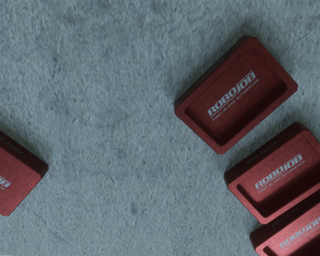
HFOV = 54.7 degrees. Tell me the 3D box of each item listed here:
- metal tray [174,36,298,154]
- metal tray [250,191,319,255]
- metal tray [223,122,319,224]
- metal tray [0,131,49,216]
[{"bbox_3d":[0.093,-0.040,0.393,0.090,0.030,0.130,43,104,-15],"label":"metal tray"},{"bbox_3d":[0.216,0.163,0.470,0.130,0.030,0.090,-42,105,13],"label":"metal tray"},{"bbox_3d":[0.168,0.065,0.433,0.130,0.030,0.090,-39,106,13],"label":"metal tray"},{"bbox_3d":[-0.234,0.051,0.423,0.130,0.030,0.090,40,105,-14],"label":"metal tray"}]
